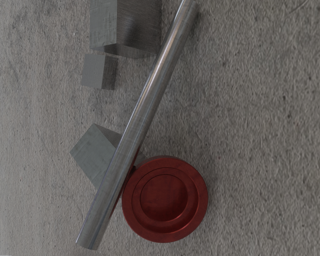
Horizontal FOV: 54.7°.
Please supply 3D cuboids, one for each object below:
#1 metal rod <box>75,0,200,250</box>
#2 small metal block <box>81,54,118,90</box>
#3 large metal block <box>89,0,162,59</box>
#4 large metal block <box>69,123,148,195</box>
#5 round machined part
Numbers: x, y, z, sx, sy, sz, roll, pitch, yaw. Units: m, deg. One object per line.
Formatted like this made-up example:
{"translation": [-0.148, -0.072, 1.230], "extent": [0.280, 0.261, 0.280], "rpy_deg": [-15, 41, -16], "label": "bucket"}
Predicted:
{"translation": [-0.020, -0.013, 0.350], "extent": [0.025, 0.025, 0.299], "rpy_deg": [14, 77, 39], "label": "metal rod"}
{"translation": [-0.095, -0.087, 0.483], "extent": [0.050, 0.025, 0.050], "rpy_deg": [14, 99, 39], "label": "small metal block"}
{"translation": [-0.043, -0.139, 0.405], "extent": [0.050, 0.081, 0.079], "rpy_deg": [2, 92, 40], "label": "large metal block"}
{"translation": [-0.057, 0.046, 0.409], "extent": [0.050, 0.080, 0.080], "rpy_deg": [-50, 59, 7], "label": "large metal block"}
{"translation": [0.004, 0.081, 0.368], "extent": [0.042, 0.099, 0.097], "rpy_deg": [-159, 72, -81], "label": "round machined part"}
